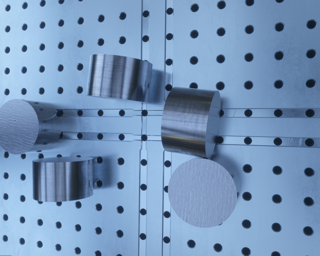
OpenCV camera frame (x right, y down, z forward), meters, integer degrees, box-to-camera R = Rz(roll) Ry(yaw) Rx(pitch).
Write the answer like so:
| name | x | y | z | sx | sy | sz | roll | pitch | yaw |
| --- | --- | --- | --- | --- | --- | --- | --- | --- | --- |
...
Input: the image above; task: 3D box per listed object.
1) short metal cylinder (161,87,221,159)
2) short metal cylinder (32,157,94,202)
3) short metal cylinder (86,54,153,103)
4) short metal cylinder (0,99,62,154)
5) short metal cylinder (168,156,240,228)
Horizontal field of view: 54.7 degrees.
| name | x | y | z | sx | sy | sz | roll | pitch | yaw |
| --- | --- | --- | --- | --- | --- | --- | --- | --- | --- |
| short metal cylinder | 0.039 | -0.007 | 0.369 | 0.050 | 0.080 | 0.079 | 8 | 93 | 19 |
| short metal cylinder | -0.133 | 0.068 | 0.429 | 0.080 | 0.080 | 0.050 | -1 | 90 | 19 |
| short metal cylinder | -0.052 | -0.062 | 0.401 | 0.080 | 0.080 | 0.050 | 8 | 93 | 19 |
| short metal cylinder | -0.198 | -0.002 | 0.467 | 0.080 | 0.050 | 0.079 | 0 | 90 | 19 |
| short metal cylinder | 0.056 | 0.075 | 0.379 | 0.080 | 0.050 | 0.079 | 0 | 90 | 19 |
